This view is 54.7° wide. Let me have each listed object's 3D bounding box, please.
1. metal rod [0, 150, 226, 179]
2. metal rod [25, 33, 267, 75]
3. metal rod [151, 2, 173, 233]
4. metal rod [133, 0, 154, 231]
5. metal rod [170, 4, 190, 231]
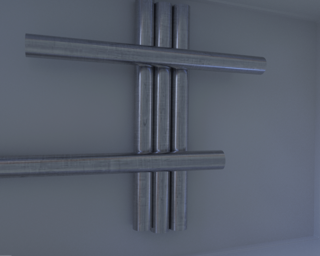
[{"bbox_3d":[-0.068,0.042,0.365,0.302,0.025,0.025,0,90,-13],"label":"metal rod"},{"bbox_3d":[-0.001,-0.088,0.382,0.302,0.025,0.025,0,90,-20],"label":"metal rod"},{"bbox_3d":[0.002,-0.014,0.410,0.025,0.025,0.298,1,90,-20],"label":"metal rod"},{"bbox_3d":[-0.021,-0.019,0.402,0.025,0.025,0.298,1,90,-20],"label":"metal rod"},{"bbox_3d":[0.026,-0.014,0.418,0.025,0.025,0.298,1,90,-20],"label":"metal rod"}]
